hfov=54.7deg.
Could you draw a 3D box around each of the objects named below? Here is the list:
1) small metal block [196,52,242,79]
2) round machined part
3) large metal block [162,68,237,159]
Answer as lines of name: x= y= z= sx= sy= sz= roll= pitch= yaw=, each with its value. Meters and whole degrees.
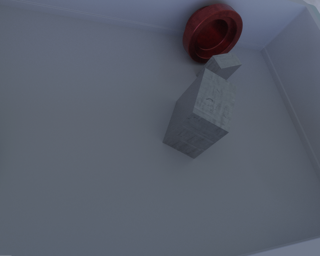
small metal block: x=0.095 y=-0.094 z=0.500 sx=0.050 sy=0.050 sz=0.025 roll=-18 pitch=72 yaw=-35
round machined part: x=0.080 y=-0.157 z=0.503 sx=0.099 sy=0.097 sz=0.042 roll=-6 pitch=50 yaw=-31
large metal block: x=0.053 y=-0.018 z=0.411 sx=0.050 sy=0.080 sz=0.080 roll=28 pitch=52 yaw=-11
